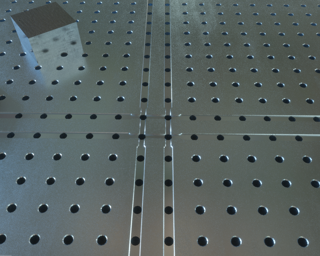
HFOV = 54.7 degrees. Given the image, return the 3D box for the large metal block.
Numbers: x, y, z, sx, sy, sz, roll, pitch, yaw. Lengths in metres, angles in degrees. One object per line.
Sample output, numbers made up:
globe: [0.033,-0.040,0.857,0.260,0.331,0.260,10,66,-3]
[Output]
large metal block: [-0.192,-0.163,0.526,0.081,0.050,0.080,-29,56,-23]
